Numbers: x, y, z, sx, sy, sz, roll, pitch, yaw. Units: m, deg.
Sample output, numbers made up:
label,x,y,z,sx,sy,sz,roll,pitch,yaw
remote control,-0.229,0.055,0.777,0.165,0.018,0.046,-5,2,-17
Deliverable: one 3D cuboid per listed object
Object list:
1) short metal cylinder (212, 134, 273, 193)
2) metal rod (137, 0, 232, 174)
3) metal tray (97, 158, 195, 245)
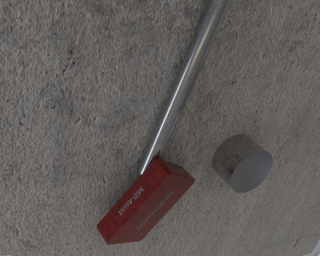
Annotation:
label,x,y,z,sx,sy,sz,roll,pitch,yaw
short metal cylinder,0.132,0.057,0.498,0.081,0.050,0.079,-14,124,-21
metal rod,0.035,-0.068,0.384,0.025,0.025,0.298,10,113,-33
metal tray,-0.017,0.107,0.442,0.130,0.030,0.090,-49,149,6
